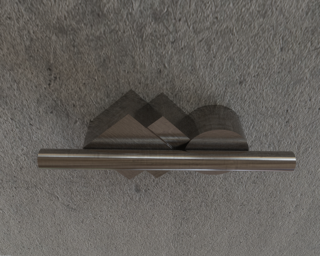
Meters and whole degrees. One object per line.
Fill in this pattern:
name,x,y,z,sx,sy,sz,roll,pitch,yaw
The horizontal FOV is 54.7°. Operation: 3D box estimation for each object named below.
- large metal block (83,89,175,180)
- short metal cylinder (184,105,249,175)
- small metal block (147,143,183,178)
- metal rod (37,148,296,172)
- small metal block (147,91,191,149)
large metal block,-0.038,0.011,0.399,0.080,0.050,0.080,-35,122,25
short metal cylinder,0.070,0.016,0.406,0.081,0.050,0.079,0,130,0
small metal block,0.006,0.032,0.421,0.050,0.050,0.025,-35,122,25
metal rod,0.009,0.039,0.374,0.302,0.025,0.025,1,130,-1
small metal block,0.011,-0.009,0.385,0.025,0.050,0.050,-35,122,26
